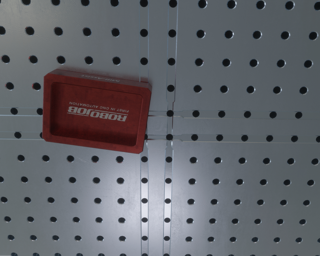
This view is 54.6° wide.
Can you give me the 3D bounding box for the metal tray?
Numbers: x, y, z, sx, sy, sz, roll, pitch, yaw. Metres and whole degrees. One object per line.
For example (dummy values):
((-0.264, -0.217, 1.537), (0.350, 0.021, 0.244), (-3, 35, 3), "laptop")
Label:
((-0.081, -0.020, 0.402), (0.131, 0.030, 0.089), (8, 110, -3), "metal tray")
